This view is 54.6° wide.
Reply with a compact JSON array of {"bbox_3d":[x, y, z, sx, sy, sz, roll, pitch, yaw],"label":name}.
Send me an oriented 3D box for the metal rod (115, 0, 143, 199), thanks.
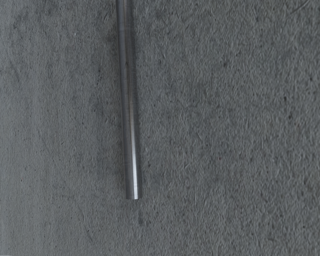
[{"bbox_3d":[-0.045,-0.051,0.443,0.025,0.025,0.298,-5,87,40],"label":"metal rod"}]
